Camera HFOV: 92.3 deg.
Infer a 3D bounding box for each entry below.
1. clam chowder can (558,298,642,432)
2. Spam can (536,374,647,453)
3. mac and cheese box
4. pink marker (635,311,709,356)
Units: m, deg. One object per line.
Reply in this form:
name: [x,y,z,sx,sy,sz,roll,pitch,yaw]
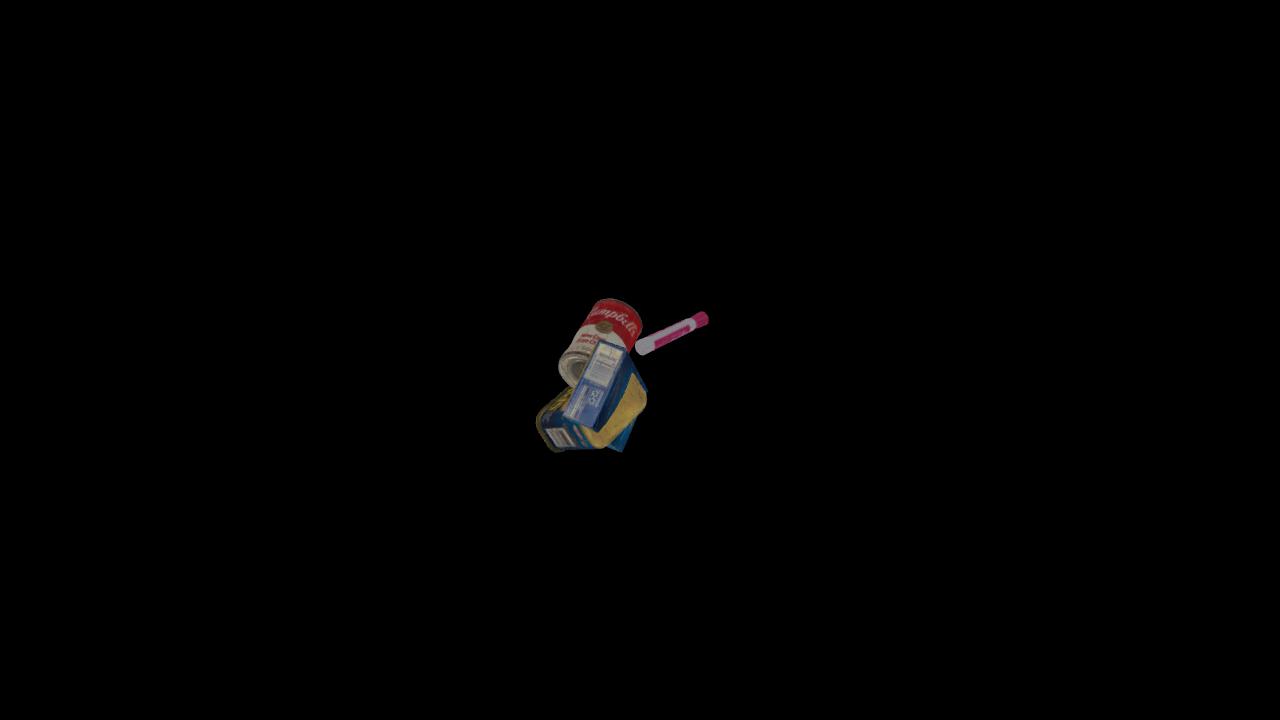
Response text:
clam chowder can: [-0.046,-0.016,0.726,0.068,0.068,0.102,0,42,28]
Spam can: [-0.054,0.058,0.699,0.085,0.058,0.101,-10,27,49]
mac and cheese box: [-0.034,0.048,0.720,0.041,0.093,0.184,19,-13,13]
pink marker: [0.042,-0.034,0.745,0.121,0.020,0.020,-26,17,-39]
